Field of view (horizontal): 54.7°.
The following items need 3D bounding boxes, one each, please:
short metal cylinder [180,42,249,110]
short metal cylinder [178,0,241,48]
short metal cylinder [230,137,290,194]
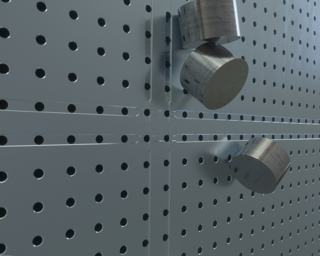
[{"bbox_3d":[0.075,-0.072,0.431,0.081,0.050,0.080,-26,141,-23],"label":"short metal cylinder"},{"bbox_3d":[0.068,-0.143,0.428,0.081,0.080,0.050,-13,97,-39],"label":"short metal cylinder"},{"bbox_3d":[0.165,0.062,0.511,0.050,0.080,0.080,-41,115,-32],"label":"short metal cylinder"}]
